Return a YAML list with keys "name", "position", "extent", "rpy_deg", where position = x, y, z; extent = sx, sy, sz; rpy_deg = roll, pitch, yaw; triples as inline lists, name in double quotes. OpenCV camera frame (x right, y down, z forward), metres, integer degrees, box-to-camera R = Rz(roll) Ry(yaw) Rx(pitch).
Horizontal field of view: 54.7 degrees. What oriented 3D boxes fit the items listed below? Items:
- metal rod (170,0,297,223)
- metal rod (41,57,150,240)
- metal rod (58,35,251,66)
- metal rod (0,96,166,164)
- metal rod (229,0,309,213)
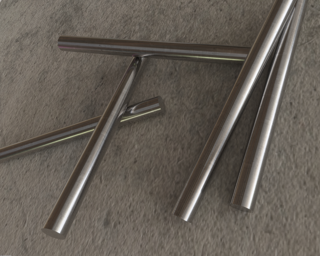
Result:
- name: "metal rod"
  position: [0.091, -0.034, 0.360]
  extent: [0.025, 0.025, 0.299]
  rpy_deg: [20, 77, 35]
- name: "metal rod"
  position: [-0.065, -0.007, 0.396]
  extent: [0.025, 0.025, 0.300]
  rpy_deg: [-3, 46, 26]
- name: "metal rod"
  position: [-0.017, -0.114, 0.448]
  extent: [0.301, 0.025, 0.025]
  rpy_deg: [9, 66, 20]
- name: "metal rod"
  position: [-0.135, 0.008, 0.467]
  extent: [0.301, 0.025, 0.025]
  rpy_deg: [-16, 55, 18]
- name: "metal rod"
  position: [0.134, -0.049, 0.363]
  extent: [0.025, 0.025, 0.300]
  rpy_deg: [9, 66, 32]
